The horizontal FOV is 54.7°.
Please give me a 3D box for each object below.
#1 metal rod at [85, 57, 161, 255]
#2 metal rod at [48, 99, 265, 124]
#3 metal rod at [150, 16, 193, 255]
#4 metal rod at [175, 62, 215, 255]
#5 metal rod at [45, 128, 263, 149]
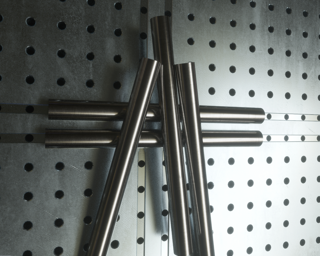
[{"bbox_3d":[-0.052,0.063,0.375,0.025,0.025,0.298,15,92,-20],"label":"metal rod"},{"bbox_3d":[0.010,-0.020,0.418,0.303,0.025,0.025,1,90,-21],"label":"metal rod"},{"bbox_3d":[0.015,0.012,0.393,0.025,0.025,0.298,-7,93,-20],"label":"metal rod"},{"bbox_3d":[0.050,0.065,0.412,0.025,0.025,0.298,-11,101,-20],"label":"metal rod"},{"bbox_3d":[0.007,0.014,0.417,0.303,0.025,0.025,1,90,-21],"label":"metal rod"}]
